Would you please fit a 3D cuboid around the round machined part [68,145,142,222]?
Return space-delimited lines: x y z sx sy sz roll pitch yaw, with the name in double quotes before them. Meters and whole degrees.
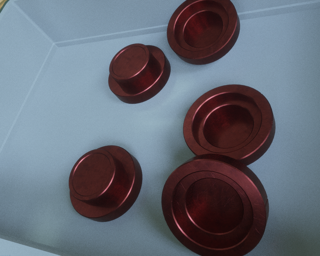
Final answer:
"round machined part" -0.076 0.066 0.394 0.098 0.042 0.098 -13 56 21

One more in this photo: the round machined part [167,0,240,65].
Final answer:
"round machined part" 0.063 -0.133 0.434 0.098 0.042 0.098 -6 74 24

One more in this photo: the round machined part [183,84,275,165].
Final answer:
"round machined part" 0.080 0.002 0.352 0.098 0.042 0.098 -13 56 21

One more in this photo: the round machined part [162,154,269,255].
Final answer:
"round machined part" 0.055 0.072 0.302 0.098 0.042 0.097 5 102 24

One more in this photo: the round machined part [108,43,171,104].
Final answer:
"round machined part" -0.037 -0.089 0.469 0.098 0.042 0.098 -13 56 21
